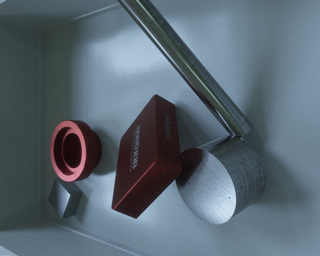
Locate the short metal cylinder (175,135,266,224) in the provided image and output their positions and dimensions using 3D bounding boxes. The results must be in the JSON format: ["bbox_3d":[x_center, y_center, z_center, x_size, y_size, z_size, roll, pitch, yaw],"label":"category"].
[{"bbox_3d":[0.061,0.052,0.325,0.080,0.050,0.079,22,120,45],"label":"short metal cylinder"}]

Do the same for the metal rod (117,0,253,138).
[{"bbox_3d":[-0.008,-0.108,0.318,0.025,0.025,0.300,-37,98,34],"label":"metal rod"}]

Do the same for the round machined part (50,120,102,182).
[{"bbox_3d":[-0.132,0.036,0.502,0.098,0.042,0.097,0,90,39],"label":"round machined part"}]

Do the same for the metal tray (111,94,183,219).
[{"bbox_3d":[-0.017,0.029,0.367,0.090,0.030,0.130,-50,23,28],"label":"metal tray"}]

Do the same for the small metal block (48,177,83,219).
[{"bbox_3d":[-0.166,0.120,0.540,0.050,0.025,0.050,35,111,34],"label":"small metal block"}]
